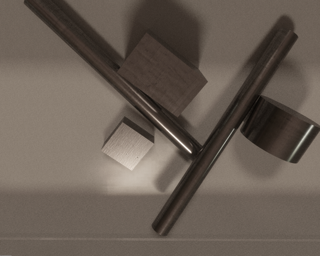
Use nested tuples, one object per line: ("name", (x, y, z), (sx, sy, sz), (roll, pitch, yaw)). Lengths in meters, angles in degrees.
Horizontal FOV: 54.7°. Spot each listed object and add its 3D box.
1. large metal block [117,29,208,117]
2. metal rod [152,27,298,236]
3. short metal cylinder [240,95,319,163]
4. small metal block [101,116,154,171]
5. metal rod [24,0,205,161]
("large metal block", (0.003, -0.067, 0.358), (0.080, 0.080, 0.050), (36, 106, -13))
("metal rod", (0.077, 0.011, 0.395), (0.025, 0.025, 0.299), (30, 99, -11))
("short metal cylinder", (0.148, 0.000, 0.384), (0.080, 0.080, 0.050), (24, 108, -9))
("small metal block", (-0.043, 0.021, 0.418), (0.050, 0.025, 0.050), (35, 106, -13))
("metal rod", (-0.041, -0.051, 0.391), (0.025, 0.025, 0.300), (-43, 105, 14))
